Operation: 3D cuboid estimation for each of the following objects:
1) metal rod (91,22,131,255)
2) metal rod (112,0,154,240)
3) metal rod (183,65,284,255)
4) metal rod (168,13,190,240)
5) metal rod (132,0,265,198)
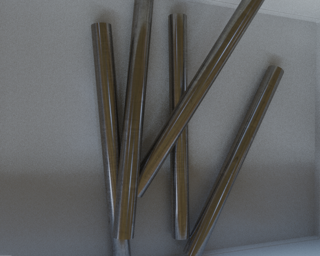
[{"bbox_3d":[-0.060,0.022,0.388,0.025,0.025,0.298,-5,92,-20],"label":"metal rod"},{"bbox_3d":[-0.032,-0.020,0.382,0.025,0.025,0.298,7,82,-20],"label":"metal rod"},{"bbox_3d":[0.110,0.041,0.445,0.025,0.025,0.300,31,78,-17],"label":"metal rod"},{"bbox_3d":[0.026,-0.002,0.419,0.025,0.025,0.298,-1,90,-20],"label":"metal rod"},{"bbox_3d":[0.046,-0.046,0.393,0.025,0.025,0.299,32,90,-18],"label":"metal rod"}]
